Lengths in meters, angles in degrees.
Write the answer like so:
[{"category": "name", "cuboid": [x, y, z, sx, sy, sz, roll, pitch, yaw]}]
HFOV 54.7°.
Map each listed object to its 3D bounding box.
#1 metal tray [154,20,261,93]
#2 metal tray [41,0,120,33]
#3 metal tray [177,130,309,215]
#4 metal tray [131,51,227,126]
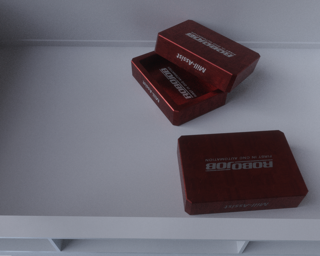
[{"category": "metal tray", "cuboid": [0.069, -0.110, 0.457, 0.130, 0.030, 0.091, 34, 45, 19]}, {"category": "metal tray", "cuboid": [-0.152, -0.243, 0.608, 0.090, 0.030, 0.130, 24, 54, 19]}, {"category": "metal tray", "cuboid": [0.090, 0.049, 0.361, 0.131, 0.030, 0.090, -3, 50, -3]}, {"category": "metal tray", "cuboid": [0.026, -0.070, 0.460, 0.091, 0.030, 0.130, -24, 54, -19]}]
